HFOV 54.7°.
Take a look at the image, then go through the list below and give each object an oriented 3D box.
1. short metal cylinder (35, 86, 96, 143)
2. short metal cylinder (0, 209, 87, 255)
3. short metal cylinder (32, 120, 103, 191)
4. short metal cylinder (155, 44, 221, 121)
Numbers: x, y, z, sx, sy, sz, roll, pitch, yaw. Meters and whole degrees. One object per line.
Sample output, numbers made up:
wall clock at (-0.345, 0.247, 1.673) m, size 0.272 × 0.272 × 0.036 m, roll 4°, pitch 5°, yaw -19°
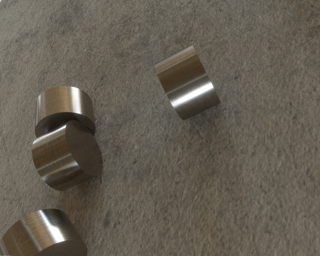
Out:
short metal cylinder at (-0.136, -0.014, 0.445) m, size 0.080 × 0.080 × 0.050 m, roll -26°, pitch 51°, yaw 12°
short metal cylinder at (-0.131, 0.139, 0.350) m, size 0.080 × 0.080 × 0.050 m, roll -47°, pitch 52°, yaw -5°
short metal cylinder at (-0.119, 0.036, 0.407) m, size 0.050 × 0.080 × 0.080 m, roll -26°, pitch 53°, yaw 12°
short metal cylinder at (0.035, -0.056, 0.384) m, size 0.050 × 0.080 × 0.080 m, roll -26°, pitch 53°, yaw 12°
